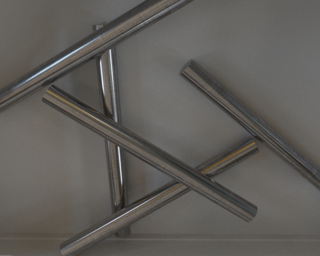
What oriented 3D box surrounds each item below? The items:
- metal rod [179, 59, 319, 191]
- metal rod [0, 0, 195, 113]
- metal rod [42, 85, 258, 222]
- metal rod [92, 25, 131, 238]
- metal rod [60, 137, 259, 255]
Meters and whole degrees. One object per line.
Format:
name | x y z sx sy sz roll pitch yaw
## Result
metal rod | 0.148 0.013 0.418 0.301 0.025 0.025 37 106 -13
metal rod | -0.100 -0.081 0.357 0.300 0.025 0.025 -25 109 17
metal rod | -0.007 0.036 0.391 0.301 0.025 0.025 31 107 -7
metal rod | -0.062 0.018 0.416 0.025 0.025 0.298 -2 110 0
metal rod | -0.002 0.097 0.427 0.301 0.025 0.025 -30 108 2
